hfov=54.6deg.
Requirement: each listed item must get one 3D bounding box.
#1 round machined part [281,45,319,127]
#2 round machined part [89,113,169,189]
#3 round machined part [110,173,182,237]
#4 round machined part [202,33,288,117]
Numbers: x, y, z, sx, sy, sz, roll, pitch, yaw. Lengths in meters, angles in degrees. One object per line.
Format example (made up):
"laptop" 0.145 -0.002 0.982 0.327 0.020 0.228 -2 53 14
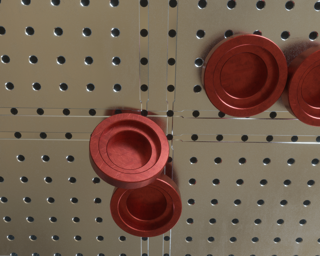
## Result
"round machined part" 0.197 -0.054 0.384 0.099 0.042 0.097 -2 111 -4
"round machined part" -0.040 0.032 0.396 0.099 0.098 0.042 13 145 -5
"round machined part" -0.019 0.102 0.442 0.099 0.042 0.097 0 110 0
"round machined part" 0.100 -0.066 0.381 0.099 0.042 0.097 0 110 -1
